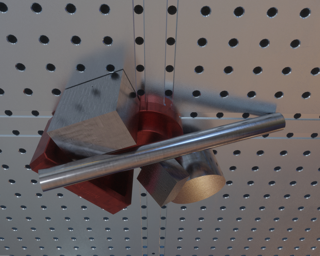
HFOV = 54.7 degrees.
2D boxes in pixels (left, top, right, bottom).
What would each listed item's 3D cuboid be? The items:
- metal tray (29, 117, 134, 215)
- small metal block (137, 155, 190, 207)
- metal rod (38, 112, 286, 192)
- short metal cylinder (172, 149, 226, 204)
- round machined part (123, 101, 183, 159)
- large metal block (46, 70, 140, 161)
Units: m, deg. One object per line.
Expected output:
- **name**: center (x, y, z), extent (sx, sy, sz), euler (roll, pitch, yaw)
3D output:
- **metal tray**: center (-0.092, 0.044, 0.404), extent (0.030, 0.090, 0.130), euler (-36, 122, 26)
- **small metal block**: center (0.003, 0.062, 0.391), extent (0.025, 0.050, 0.050), euler (-18, 144, -45)
- **metal rod**: center (0.016, 0.024, 0.370), extent (0.302, 0.025, 0.025), euler (-13, 132, -15)
- **short metal cylinder**: center (0.045, 0.066, 0.436), extent (0.081, 0.050, 0.080), euler (-12, 144, -9)
- **round machined part**: center (-0.017, 0.015, 0.417), extent (0.099, 0.042, 0.097), euler (-1, 130, 0)
- **large metal block**: center (-0.072, -0.015, 0.360), extent (0.080, 0.080, 0.050), euler (-16, 128, 13)
